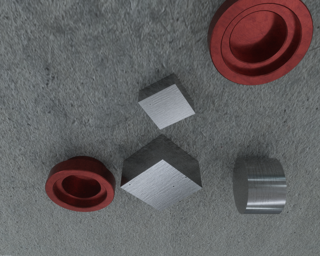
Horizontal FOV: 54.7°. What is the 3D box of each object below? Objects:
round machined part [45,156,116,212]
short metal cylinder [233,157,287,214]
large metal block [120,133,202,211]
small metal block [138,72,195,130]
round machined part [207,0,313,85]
[{"bbox_3d":[-0.115,0.079,0.462,0.099,0.042,0.097,-1,130,0],"label":"round machined part"},{"bbox_3d":[0.140,0.082,0.444,0.050,0.080,0.079,1,130,-1],"label":"short metal cylinder"},{"bbox_3d":[0.002,0.066,0.448,0.080,0.050,0.080,-36,122,26],"label":"large metal block"},{"bbox_3d":[0.008,-0.032,0.380,0.050,0.025,0.050,-25,126,19],"label":"small metal block"},{"bbox_3d":[0.097,-0.096,0.316,0.099,0.042,0.097,-1,130,0],"label":"round machined part"}]
